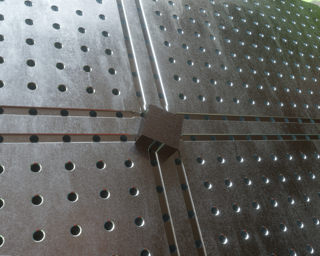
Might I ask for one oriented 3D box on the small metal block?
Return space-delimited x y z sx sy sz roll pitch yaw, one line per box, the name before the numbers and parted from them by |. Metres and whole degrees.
small metal block | 0.000 0.003 0.406 0.050 0.025 0.050 23 53 -14
